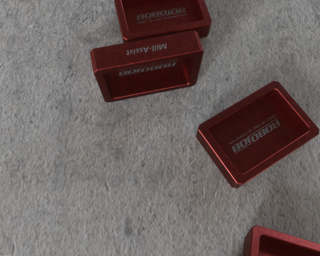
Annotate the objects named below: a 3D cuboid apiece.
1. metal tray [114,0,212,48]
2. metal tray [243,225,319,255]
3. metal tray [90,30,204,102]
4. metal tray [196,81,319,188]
[{"bbox_3d":[0.002,-0.172,0.468,0.131,0.030,0.090,-12,71,-5],"label":"metal tray"},{"bbox_3d":[0.130,0.175,0.315,0.090,0.030,0.130,16,47,6],"label":"metal tray"},{"bbox_3d":[-0.015,-0.076,0.401,0.131,0.090,0.030,-12,71,-5],"label":"metal tray"},{"bbox_3d":[0.125,0.007,0.404,0.131,0.030,0.090,-30,73,-11],"label":"metal tray"}]
